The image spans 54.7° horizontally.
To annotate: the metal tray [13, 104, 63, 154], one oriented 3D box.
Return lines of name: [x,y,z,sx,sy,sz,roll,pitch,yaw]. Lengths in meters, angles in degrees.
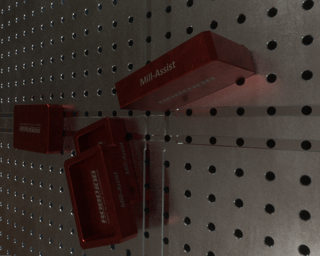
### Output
metal tray: [-0.238,0.000,0.598,0.130,0.030,0.089,3,92,39]

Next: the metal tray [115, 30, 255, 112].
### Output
metal tray: [0.026,-0.054,0.344,0.130,0.091,0.030,-22,76,37]

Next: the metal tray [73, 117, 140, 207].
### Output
metal tray: [-0.084,0.057,0.472,0.090,0.030,0.129,-22,76,37]

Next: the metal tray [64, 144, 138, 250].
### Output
metal tray: [-0.086,0.096,0.434,0.090,0.030,0.129,-25,75,37]
